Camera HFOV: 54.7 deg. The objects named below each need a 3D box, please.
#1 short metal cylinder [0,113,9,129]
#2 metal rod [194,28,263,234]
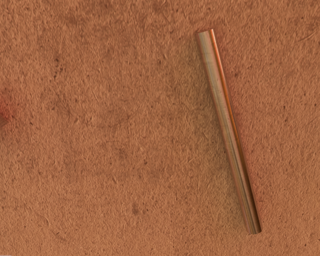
[{"bbox_3d":[-0.237,-0.001,0.378,0.080,0.080,0.050,-34,107,11],"label":"short metal cylinder"},{"bbox_3d":[0.097,0.018,0.417,0.025,0.025,0.298,-17,110,6],"label":"metal rod"}]
